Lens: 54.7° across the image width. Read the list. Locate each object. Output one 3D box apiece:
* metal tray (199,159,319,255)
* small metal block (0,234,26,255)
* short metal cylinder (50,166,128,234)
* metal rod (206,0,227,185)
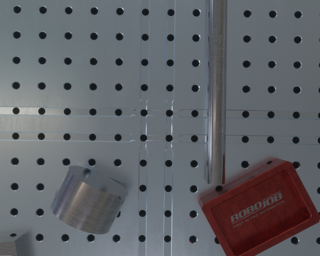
[{"bbox_3d":[0.130,0.109,0.412,0.130,0.030,0.090,-28,90,0],"label":"metal tray"},{"bbox_3d":[-0.209,0.173,0.412,0.050,0.025,0.050,-8,90,0],"label":"small metal block"},{"bbox_3d":[-0.087,0.088,0.385,0.080,0.080,0.050,26,90,0],"label":"short metal cylinder"},{"bbox_3d":[0.076,-0.076,0.413,0.025,0.025,0.298,1,90,0],"label":"metal rod"}]
